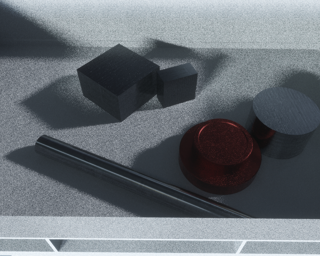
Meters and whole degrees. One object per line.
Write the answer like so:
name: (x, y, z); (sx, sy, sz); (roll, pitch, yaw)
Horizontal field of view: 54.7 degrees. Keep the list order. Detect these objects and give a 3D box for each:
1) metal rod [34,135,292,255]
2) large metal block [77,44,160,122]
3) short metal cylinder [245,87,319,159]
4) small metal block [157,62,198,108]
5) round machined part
metal rod: (-0.010, 0.067, 0.348); (0.301, 0.025, 0.025); (19, 53, 15)
large metal block: (-0.057, -0.067, 0.444); (0.080, 0.050, 0.080); (34, 57, 25)
short metal cylinder: (0.154, -0.007, 0.397); (0.081, 0.050, 0.080); (0, 50, 0)
small metal block: (0.023, -0.060, 0.440); (0.050, 0.050, 0.025); (-18, 53, -15)
round machined part: (0.073, 0.027, 0.373); (0.099, 0.042, 0.098); (0, 50, 0)
